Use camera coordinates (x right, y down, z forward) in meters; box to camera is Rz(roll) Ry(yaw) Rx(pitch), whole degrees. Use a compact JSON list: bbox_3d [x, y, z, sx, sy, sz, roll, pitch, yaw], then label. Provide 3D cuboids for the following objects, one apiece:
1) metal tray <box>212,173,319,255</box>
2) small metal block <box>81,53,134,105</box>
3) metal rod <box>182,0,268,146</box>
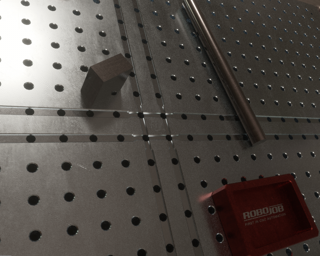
[{"bbox_3d":[0.142,0.115,0.413,0.131,0.030,0.090,-3,63,-30],"label":"metal tray"},{"bbox_3d":[-0.068,-0.063,0.395,0.025,0.050,0.050,49,51,6],"label":"small metal block"},{"bbox_3d":[0.105,-0.108,0.532,0.025,0.025,0.299,-8,66,-32],"label":"metal rod"}]
